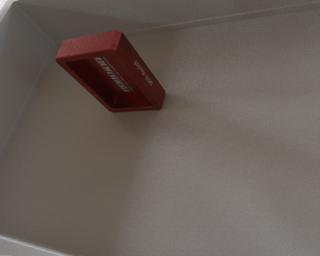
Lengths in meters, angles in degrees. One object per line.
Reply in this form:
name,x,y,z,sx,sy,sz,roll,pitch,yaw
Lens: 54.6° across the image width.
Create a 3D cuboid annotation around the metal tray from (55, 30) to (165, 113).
metal tray,-0.060,-0.068,0.413,0.090,0.130,0.030,-2,61,28
